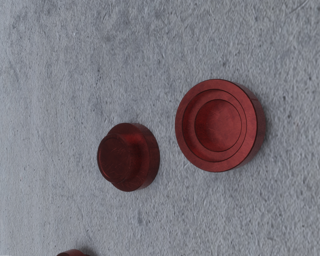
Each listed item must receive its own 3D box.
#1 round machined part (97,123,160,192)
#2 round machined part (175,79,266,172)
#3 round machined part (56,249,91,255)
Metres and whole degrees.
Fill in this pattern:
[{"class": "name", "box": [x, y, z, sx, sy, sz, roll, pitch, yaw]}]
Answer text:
[{"class": "round machined part", "box": [-0.051, 0.041, 0.436, 0.098, 0.042, 0.097, 0, 90, 40]}, {"class": "round machined part", "box": [0.068, -0.003, 0.338, 0.098, 0.042, 0.097, 0, 90, 40]}, {"class": "round machined part", "box": [-0.132, 0.247, 0.504, 0.098, 0.042, 0.097, 0, 90, 40]}]
